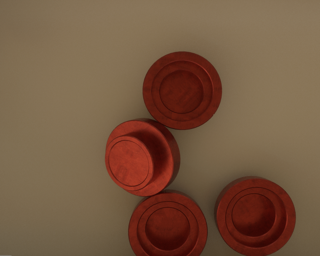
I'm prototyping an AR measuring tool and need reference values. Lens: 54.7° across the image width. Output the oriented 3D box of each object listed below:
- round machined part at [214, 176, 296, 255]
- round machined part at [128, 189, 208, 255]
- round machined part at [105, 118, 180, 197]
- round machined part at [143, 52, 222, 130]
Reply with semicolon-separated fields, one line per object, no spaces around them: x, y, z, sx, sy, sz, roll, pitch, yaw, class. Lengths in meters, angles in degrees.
0.119;0.111;0.404;0.099;0.042;0.097;0;90;0;round machined part
0.010;0.128;0.403;0.099;0.042;0.097;0;90;0;round machined part
-0.028;0.038;0.382;0.098;0.042;0.097;5;102;27;round machined part
0.028;-0.046;0.403;0.099;0.042;0.097;0;90;0;round machined part
